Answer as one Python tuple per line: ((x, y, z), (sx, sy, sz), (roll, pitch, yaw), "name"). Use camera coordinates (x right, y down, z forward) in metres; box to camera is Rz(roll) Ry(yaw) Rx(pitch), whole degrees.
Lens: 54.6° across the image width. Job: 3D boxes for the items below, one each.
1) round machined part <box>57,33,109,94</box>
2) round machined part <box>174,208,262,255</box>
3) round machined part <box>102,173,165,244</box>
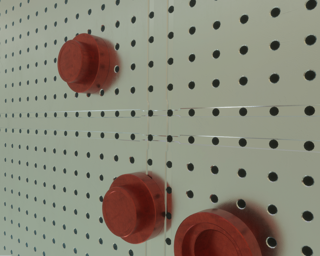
((-0.131, -0.107, 0.508), (0.098, 0.042, 0.097), (0, 90, 40), "round machined part")
((0.067, 0.139, 0.344), (0.098, 0.042, 0.097), (0, 90, 40), "round machined part")
((-0.043, 0.114, 0.435), (0.098, 0.042, 0.097), (0, 90, 40), "round machined part")
